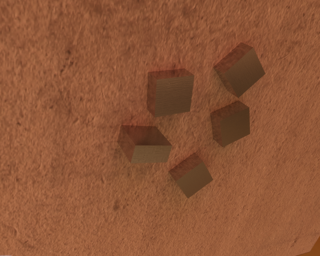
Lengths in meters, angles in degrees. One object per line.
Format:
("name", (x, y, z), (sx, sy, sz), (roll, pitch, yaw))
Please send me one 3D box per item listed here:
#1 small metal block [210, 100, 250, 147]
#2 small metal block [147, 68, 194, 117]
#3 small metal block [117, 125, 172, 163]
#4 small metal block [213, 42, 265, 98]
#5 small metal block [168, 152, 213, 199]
("small metal block", (0.106, -0.006, 0.463), (0.050, 0.025, 0.050), (-24, 128, -14))
("small metal block", (0.012, -0.044, 0.388), (0.050, 0.025, 0.050), (-10, 123, -23))
("small metal block", (-0.020, 0.020, 0.393), (0.050, 0.050, 0.025), (2, 117, -30))
("small metal block", (0.108, -0.078, 0.420), (0.050, 0.025, 0.050), (-42, 130, 0))
("small metal block", (0.049, 0.074, 0.482), (0.050, 0.025, 0.050), (-36, 130, -5))
